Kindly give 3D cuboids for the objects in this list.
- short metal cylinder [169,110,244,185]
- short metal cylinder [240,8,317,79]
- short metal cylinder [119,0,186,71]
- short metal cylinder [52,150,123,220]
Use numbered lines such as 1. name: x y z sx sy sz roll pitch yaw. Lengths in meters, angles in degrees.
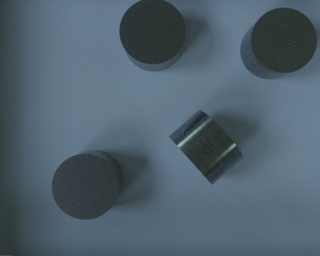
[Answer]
1. short metal cylinder: 0.056 0.024 0.385 0.050 0.080 0.080 -42 91 0
2. short metal cylinder: 0.151 -0.107 0.401 0.081 0.050 0.079 0 90 -1
3. short metal cylinder: -0.009 -0.117 0.399 0.081 0.050 0.079 0 90 -1
4. short metal cylinder: -0.090 0.071 0.398 0.081 0.050 0.079 0 90 -1
